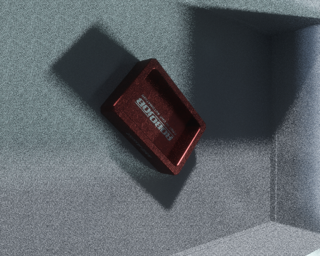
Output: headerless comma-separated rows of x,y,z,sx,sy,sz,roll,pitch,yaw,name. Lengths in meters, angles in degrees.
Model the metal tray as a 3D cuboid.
-0.002,-0.012,0.400,0.130,0.030,0.090,49,61,-29,metal tray
